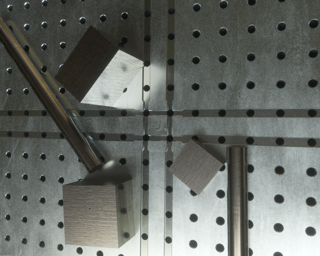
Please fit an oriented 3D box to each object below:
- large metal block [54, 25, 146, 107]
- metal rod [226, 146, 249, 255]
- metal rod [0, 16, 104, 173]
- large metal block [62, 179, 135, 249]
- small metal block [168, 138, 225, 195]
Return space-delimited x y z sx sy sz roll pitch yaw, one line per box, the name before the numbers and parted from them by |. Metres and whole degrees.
large metal block | -0.076 -0.077 0.410 0.050 0.080 0.080 43 103 15
metal rod | 0.096 0.172 0.378 0.025 0.025 0.298 -1 90 20
metal rod | -0.180 -0.059 0.476 0.025 0.025 0.300 -41 77 15
large metal block | -0.084 0.115 0.429 0.080 0.050 0.080 -3 89 20
small metal block | 0.047 0.048 0.396 0.050 0.025 0.050 39 102 15
